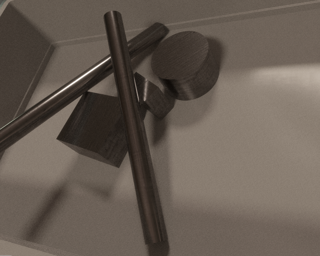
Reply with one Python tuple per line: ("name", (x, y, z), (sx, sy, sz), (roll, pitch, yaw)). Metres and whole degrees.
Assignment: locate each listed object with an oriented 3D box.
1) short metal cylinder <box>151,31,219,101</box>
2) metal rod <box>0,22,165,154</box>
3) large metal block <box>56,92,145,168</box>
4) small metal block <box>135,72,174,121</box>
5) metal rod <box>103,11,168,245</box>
("short metal cylinder", (0.035, -0.084, 0.422), (0.080, 0.050, 0.080), (-13, 56, 20))
("metal rod", (-0.102, -0.069, 0.441), (0.025, 0.025, 0.301), (27, 58, 37))
("large metal block", (-0.081, 0.000, 0.430), (0.080, 0.050, 0.080), (14, 69, 33))
("small metal block", (-0.015, -0.043, 0.423), (0.025, 0.050, 0.050), (-47, 52, -5))
("metal rod", (-0.034, -0.015, 0.380), (0.025, 0.025, 0.299), (-19, 71, 17))
